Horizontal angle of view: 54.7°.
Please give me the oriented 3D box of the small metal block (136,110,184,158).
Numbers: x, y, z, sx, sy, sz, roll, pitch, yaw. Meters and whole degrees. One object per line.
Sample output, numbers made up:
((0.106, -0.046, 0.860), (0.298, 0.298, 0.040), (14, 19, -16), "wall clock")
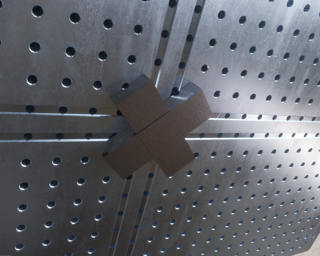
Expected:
((-0.003, 0.004, 0.412), (0.050, 0.025, 0.050), (-36, 129, -5), "small metal block")

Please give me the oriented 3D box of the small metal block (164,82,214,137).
((0.038, -0.025, 0.417), (0.050, 0.025, 0.050), (-36, 129, -5), "small metal block")

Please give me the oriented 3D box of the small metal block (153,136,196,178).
((0.017, 0.036, 0.444), (0.050, 0.025, 0.050), (-35, 129, -5), "small metal block")

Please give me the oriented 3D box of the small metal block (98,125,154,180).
((-0.045, 0.033, 0.408), (0.050, 0.025, 0.050), (-36, 129, -5), "small metal block")

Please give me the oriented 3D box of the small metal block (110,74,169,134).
((-0.024, -0.029, 0.381), (0.050, 0.025, 0.050), (-35, 129, -5), "small metal block")
